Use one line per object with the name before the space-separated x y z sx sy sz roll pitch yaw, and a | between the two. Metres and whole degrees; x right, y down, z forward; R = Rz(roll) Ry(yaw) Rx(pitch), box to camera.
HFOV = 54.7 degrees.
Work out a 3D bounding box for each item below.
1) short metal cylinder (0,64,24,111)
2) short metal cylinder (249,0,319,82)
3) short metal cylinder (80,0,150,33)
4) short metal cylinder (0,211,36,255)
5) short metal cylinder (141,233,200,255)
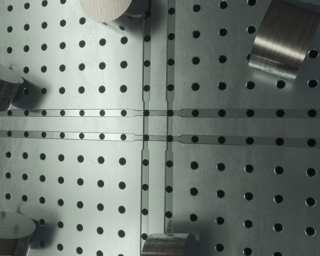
short metal cylinder | -0.261 -0.068 0.475 0.080 0.080 0.050 35 102 16
short metal cylinder | 0.136 -0.096 0.335 0.050 0.080 0.080 24 98 18
short metal cylinder | -0.061 -0.176 0.421 0.080 0.050 0.079 0 90 20
short metal cylinder | -0.236 0.168 0.467 0.080 0.080 0.050 20 97 19
short metal cylinder | 0.015 0.171 0.378 0.050 0.080 0.080 -7 88 20
